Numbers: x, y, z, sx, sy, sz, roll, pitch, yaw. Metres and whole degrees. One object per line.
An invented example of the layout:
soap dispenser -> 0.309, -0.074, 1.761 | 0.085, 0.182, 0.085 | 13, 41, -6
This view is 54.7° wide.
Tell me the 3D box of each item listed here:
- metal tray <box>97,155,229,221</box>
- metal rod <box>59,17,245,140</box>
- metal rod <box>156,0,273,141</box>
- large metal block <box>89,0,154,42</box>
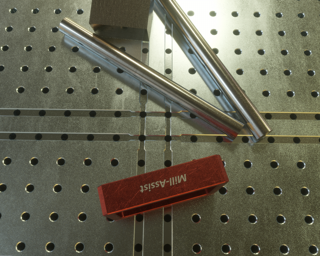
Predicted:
metal tray -> 0.004, 0.070, 0.351 | 0.131, 0.090, 0.030 | -14, 71, -6
metal rod -> -0.019, -0.075, 0.438 | 0.301, 0.025, 0.025 | 33, 73, 11
metal rod -> 0.063, -0.112, 0.453 | 0.025, 0.025, 0.299 | -29, 73, -10
large metal block -> -0.052, -0.178, 0.452 | 0.080, 0.050, 0.080 | 6, 86, 2
